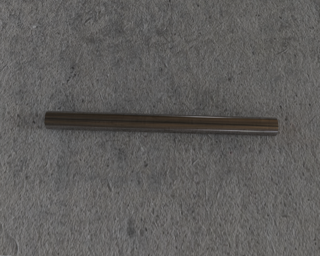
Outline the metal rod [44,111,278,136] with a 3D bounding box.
[{"bbox_3d":[0.002,-0.006,0.412,0.302,0.025,0.025,2,70,0],"label":"metal rod"}]
